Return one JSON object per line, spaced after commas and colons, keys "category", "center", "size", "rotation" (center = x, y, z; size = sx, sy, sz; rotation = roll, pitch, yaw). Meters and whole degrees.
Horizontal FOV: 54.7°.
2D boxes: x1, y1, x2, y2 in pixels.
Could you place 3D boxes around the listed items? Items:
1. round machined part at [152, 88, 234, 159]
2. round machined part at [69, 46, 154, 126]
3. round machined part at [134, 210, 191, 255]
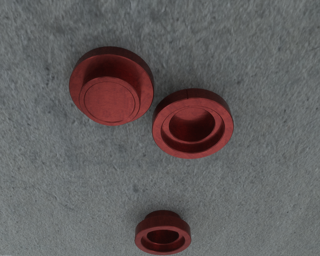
{"category": "round machined part", "center": [0.039, -0.010, 0.388], "size": [0.099, 0.042, 0.097], "rotation": [-1, 130, 0]}
{"category": "round machined part", "center": [-0.056, -0.041, 0.360], "size": [0.099, 0.042, 0.097], "rotation": [-1, 130, 0]}
{"category": "round machined part", "center": [0.005, 0.183, 0.552], "size": [0.099, 0.042, 0.097], "rotation": [-1, 130, 0]}
